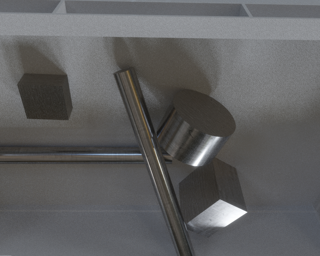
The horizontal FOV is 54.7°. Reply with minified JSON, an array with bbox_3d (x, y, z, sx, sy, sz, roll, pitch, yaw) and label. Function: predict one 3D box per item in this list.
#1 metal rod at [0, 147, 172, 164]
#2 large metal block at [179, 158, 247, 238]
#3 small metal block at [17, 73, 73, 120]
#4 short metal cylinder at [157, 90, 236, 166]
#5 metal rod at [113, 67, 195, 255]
[{"bbox_3d":[-0.134,0.039,0.440,0.302,0.025,0.025,0,130,-1],"label":"metal rod"},{"bbox_3d":[0.075,0.102,0.461,0.050,0.080,0.080,29,124,-22],"label":"large metal block"},{"bbox_3d":[-0.137,-0.037,0.375,0.050,0.025,0.050,2,130,-2],"label":"small metal block"},{"bbox_3d":[0.043,-0.001,0.373,0.081,0.080,0.050,17,128,-14],"label":"short metal cylinder"},{"bbox_3d":[0.001,0.069,0.402,0.025,0.025,0.298,-14,109,11],"label":"metal rod"}]
